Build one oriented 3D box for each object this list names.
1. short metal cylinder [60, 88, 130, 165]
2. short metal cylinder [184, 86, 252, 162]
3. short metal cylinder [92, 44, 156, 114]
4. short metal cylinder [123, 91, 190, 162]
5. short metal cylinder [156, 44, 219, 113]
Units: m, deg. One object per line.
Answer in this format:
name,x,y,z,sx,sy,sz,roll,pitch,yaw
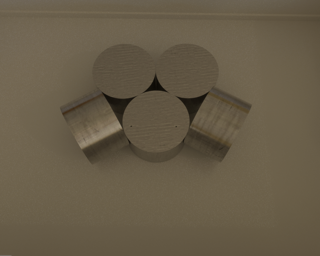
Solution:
short metal cylinder,-0.079,-0.002,0.379,0.050,0.080,0.080,-29,73,-10
short metal cylinder,0.070,-0.005,0.381,0.050,0.080,0.080,28,73,10
short metal cylinder,-0.046,-0.065,0.418,0.081,0.050,0.080,0,70,0
short metal cylinder,-0.005,-0.001,0.395,0.081,0.050,0.080,0,70,0
short metal cylinder,0.035,-0.066,0.419,0.081,0.050,0.080,0,70,0
